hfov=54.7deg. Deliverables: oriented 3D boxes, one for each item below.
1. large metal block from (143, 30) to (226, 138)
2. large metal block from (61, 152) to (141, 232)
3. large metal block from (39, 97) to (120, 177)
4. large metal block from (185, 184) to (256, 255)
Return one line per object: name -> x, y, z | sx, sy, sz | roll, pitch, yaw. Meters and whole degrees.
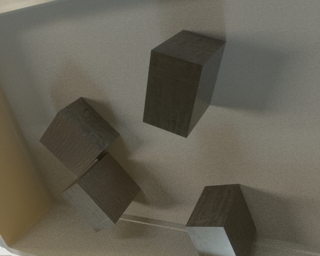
large metal block -> 0.026, -0.049, 0.329 | 0.050, 0.080, 0.079 | 21, 126, 16
large metal block -> -0.089, 0.098, 0.481 | 0.050, 0.080, 0.080 | -34, 99, 38
large metal block -> -0.121, 0.015, 0.466 | 0.080, 0.050, 0.080 | 45, 129, -3
large metal block -> 0.084, 0.132, 0.411 | 0.050, 0.080, 0.080 | -12, 113, 33
